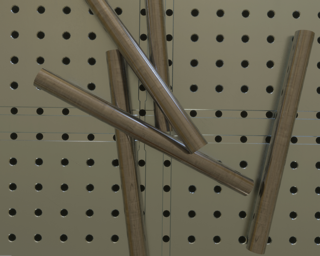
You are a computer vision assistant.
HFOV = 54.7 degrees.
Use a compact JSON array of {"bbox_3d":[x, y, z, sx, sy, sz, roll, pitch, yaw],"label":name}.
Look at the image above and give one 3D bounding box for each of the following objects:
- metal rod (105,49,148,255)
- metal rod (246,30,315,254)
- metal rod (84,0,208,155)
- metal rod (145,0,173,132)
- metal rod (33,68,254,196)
[{"bbox_3d":[-0.043,0.047,0.412,0.025,0.025,0.298,-7,90,0],"label":"metal rod"},{"bbox_3d":[0.161,0.018,0.415,0.025,0.025,0.298,13,90,-1],"label":"metal rod"},{"bbox_3d":[-0.036,-0.097,0.394,0.025,0.025,0.299,-34,83,0],"label":"metal rod"},{"bbox_3d":[-0.006,-0.144,0.413,0.025,0.025,0.298,-5,90,-1],"label":"metal rod"},{"bbox_3d":[-0.013,0.009,0.392,0.301,0.025,0.025,28,90,-9],"label":"metal rod"}]
